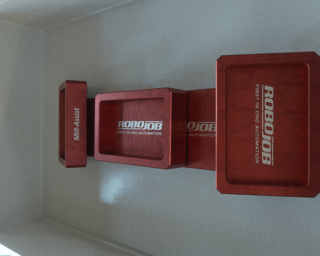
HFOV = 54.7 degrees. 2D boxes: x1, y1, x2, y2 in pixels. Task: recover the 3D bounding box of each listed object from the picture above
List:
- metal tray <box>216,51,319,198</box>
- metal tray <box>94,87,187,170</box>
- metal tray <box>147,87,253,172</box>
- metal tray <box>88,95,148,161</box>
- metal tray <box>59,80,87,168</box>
[{"bbox_3d":[0.099,-0.003,0.294,0.090,0.030,0.129,0,90,11],"label":"metal tray"},{"bbox_3d":[-0.029,0.000,0.386,0.130,0.030,0.089,1,90,40],"label":"metal tray"},{"bbox_3d":[0.042,0.001,0.367,0.130,0.030,0.089,0,90,40],"label":"metal tray"},{"bbox_3d":[-0.057,-0.001,0.450,0.130,0.030,0.089,0,90,40],"label":"metal tray"},{"bbox_3d":[-0.141,-0.006,0.495,0.090,0.030,0.129,-179,89,-65],"label":"metal tray"}]
